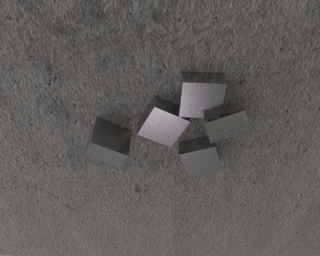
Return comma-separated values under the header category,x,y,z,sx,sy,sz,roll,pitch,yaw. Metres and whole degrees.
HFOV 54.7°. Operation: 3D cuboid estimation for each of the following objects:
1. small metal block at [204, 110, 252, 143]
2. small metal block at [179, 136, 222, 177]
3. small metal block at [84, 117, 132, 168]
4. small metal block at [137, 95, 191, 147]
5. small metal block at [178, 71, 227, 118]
category,x,y,z,sx,sy,sz,roll,pitch,yaw
small metal block,0.086,-0.002,0.386,0.050,0.050,0.025,-19,88,15
small metal block,0.058,0.041,0.442,0.050,0.025,0.050,-14,129,11
small metal block,-0.067,0.018,0.406,0.050,0.050,0.025,22,127,-18
small metal block,0.004,-0.008,0.401,0.050,0.025,0.050,22,127,-18
small metal block,0.049,-0.040,0.374,0.050,0.025,0.050,2,130,-2
